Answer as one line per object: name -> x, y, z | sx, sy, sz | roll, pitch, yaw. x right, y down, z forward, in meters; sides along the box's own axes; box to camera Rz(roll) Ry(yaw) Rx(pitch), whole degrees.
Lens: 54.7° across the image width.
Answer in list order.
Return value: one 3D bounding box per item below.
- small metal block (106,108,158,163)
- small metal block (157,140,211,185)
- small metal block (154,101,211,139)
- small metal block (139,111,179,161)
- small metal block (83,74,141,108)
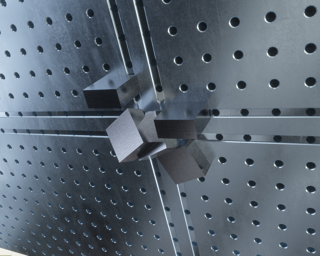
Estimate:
small metal block -> -0.038, 0.010, 0.398 | 0.050, 0.025, 0.050 | -40, 65, 33
small metal block -> 0.032, 0.045, 0.421 | 0.050, 0.025, 0.050 | -25, 105, 36
small metal block -> 0.028, -0.010, 0.373 | 0.050, 0.050, 0.025 | 1, 119, 27
small metal block -> -0.009, 0.010, 0.407 | 0.050, 0.025, 0.050 | -28, 73, 37
small metal block -> -0.061, -0.047, 0.396 | 0.050, 0.050, 0.025 | 2, 119, 27
